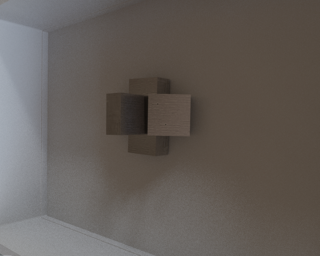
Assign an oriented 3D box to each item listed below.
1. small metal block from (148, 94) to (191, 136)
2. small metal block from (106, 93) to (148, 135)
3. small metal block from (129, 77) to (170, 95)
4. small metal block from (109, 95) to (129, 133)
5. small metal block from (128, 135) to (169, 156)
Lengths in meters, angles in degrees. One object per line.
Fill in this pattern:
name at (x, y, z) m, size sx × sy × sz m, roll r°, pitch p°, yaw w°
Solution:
small metal block at (0.011, -0.016, 0.380) m, size 0.050 × 0.025 × 0.050 m, roll 1°, pitch 92°, yaw 0°
small metal block at (-0.040, -0.017, 0.388) m, size 0.025 × 0.050 × 0.050 m, roll 1°, pitch 91°, yaw 39°
small metal block at (-0.015, -0.041, 0.416) m, size 0.050 × 0.025 × 0.050 m, roll 3°, pitch 92°, yaw 39°
small metal block at (-0.057, -0.019, 0.434) m, size 0.050 × 0.025 × 0.050 m, roll -172°, pitch 83°, yaw -83°
small metal block at (-0.016, 0.010, 0.417) m, size 0.050 × 0.025 × 0.050 m, roll 3°, pitch 92°, yaw 40°
